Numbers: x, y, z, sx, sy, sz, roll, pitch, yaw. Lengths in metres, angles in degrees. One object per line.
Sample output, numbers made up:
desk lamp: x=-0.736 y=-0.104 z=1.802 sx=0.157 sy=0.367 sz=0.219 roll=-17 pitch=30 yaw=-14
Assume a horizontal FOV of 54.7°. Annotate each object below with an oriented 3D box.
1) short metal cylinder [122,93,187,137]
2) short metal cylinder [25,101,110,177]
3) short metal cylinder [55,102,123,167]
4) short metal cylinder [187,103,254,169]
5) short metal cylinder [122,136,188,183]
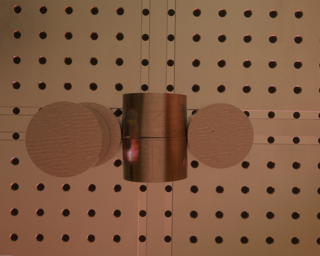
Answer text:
short metal cylinder: x=-0.007 y=-0.015 z=0.386 sx=0.081 sy=0.080 sz=0.050 roll=1 pitch=91 yaw=0
short metal cylinder: x=-0.100 y=0.012 z=0.348 sx=0.081 sy=0.050 sz=0.079 roll=0 pitch=90 yaw=0
short metal cylinder: x=-0.088 y=0.008 z=0.400 sx=0.081 sy=0.050 sz=0.079 roll=0 pitch=90 yaw=-1
short metal cylinder: x=0.074 y=0.009 z=0.401 sx=0.081 sy=0.050 sz=0.079 roll=0 pitch=90 yaw=-1
short metal cylinder: x=-0.006 y=0.036 z=0.385 sx=0.081 sy=0.080 sz=0.050 roll=-1 pitch=90 yaw=0
